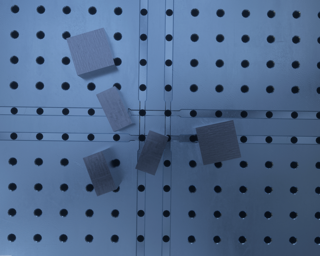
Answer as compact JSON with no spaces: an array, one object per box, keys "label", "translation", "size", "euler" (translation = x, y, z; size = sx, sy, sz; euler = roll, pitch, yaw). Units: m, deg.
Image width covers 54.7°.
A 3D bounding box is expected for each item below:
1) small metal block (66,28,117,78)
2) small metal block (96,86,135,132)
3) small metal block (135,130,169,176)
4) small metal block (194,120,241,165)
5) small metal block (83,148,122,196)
[{"label":"small metal block","translation":[-0.090,-0.099,0.412],"size":[0.050,0.025,0.050],"euler":[-17,90,-1]},{"label":"small metal block","translation":[-0.056,-0.023,0.400],"size":[0.025,0.050,0.050],"euler":[-25,90,0]},{"label":"small metal block","translation":[-0.010,0.030,0.401],"size":[0.025,0.050,0.050],"euler":[20,90,0]},{"label":"small metal block","translation":[0.076,0.019,0.414],"size":[0.050,0.025,0.050],"euler":[-12,90,-1]},{"label":"small metal block","translation":[-0.073,0.055,0.400],"size":[0.025,0.050,0.050],"euler":[-21,90,0]}]
